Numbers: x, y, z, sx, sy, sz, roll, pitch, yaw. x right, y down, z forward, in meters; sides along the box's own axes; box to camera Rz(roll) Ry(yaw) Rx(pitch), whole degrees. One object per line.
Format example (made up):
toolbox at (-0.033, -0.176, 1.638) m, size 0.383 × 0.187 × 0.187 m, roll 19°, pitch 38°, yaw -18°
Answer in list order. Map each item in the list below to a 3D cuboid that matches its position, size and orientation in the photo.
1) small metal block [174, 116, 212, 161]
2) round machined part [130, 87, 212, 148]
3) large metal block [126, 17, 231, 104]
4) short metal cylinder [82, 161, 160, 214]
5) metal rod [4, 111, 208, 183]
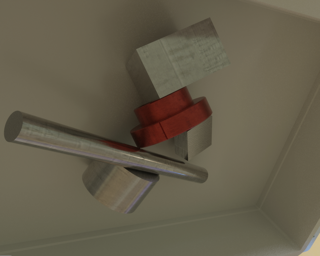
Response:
small metal block at (0.047, 0.010, 0.433) m, size 0.050 × 0.025 × 0.050 m, roll -30°, pitch 131°, yaw -33°
round machined part at (0.008, -0.017, 0.367) m, size 0.099 × 0.098 × 0.042 m, roll -27°, pitch 97°, yaw -12°
large metal block at (0.015, -0.067, 0.332) m, size 0.080 × 0.080 × 0.050 m, roll -27°, pitch 96°, yaw -12°
short metal cylinder at (-0.048, 0.059, 0.385) m, size 0.080 × 0.080 × 0.050 m, roll 28°, pitch 103°, yaw -38°
metal rod at (-0.025, 0.035, 0.354) m, size 0.301 × 0.025 × 0.025 m, roll 23°, pitch 107°, yaw -51°
